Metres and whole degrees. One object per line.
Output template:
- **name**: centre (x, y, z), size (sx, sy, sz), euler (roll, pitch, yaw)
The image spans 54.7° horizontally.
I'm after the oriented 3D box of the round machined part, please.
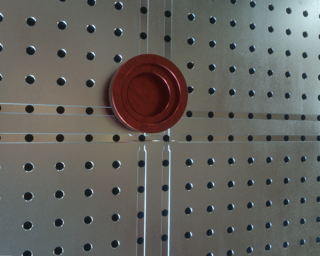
- **round machined part**: centre (-0.017, -0.042, 0.398), size (0.099, 0.042, 0.097), euler (0, 90, -21)
